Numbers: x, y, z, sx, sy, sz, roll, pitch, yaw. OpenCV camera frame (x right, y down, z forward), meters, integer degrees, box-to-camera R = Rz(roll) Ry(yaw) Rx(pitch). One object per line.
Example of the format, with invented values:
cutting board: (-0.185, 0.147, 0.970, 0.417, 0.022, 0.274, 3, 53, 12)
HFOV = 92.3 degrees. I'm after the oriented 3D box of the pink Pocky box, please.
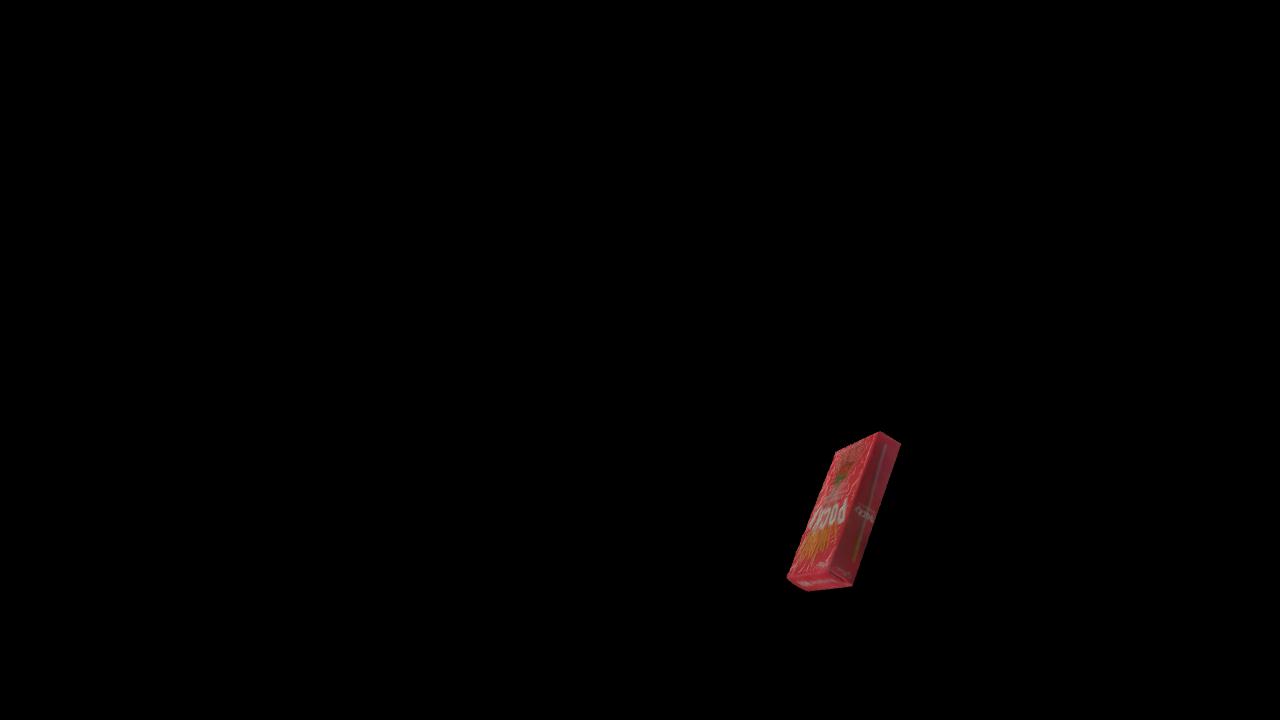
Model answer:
pink Pocky box: (0.199, 0.148, 0.601, 0.029, 0.155, 0.084, 32, -27, 0)
